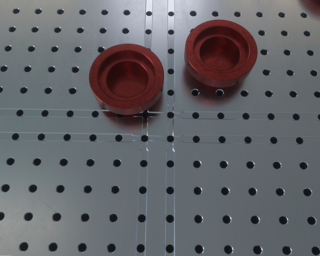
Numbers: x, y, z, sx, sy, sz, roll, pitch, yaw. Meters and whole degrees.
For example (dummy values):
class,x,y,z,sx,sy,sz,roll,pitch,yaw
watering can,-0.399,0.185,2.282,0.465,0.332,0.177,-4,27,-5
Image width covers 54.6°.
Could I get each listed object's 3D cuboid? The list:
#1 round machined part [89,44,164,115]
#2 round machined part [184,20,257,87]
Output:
class,x,y,z,sx,sy,sz,roll,pitch,yaw
round machined part,-0.044,-0.063,0.425,0.099,0.042,0.098,0,70,0
round machined part,0.083,-0.101,0.440,0.099,0.042,0.098,0,70,0
